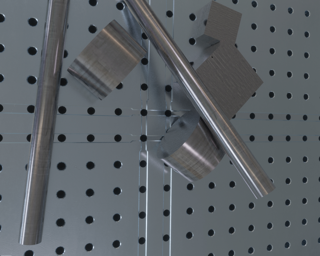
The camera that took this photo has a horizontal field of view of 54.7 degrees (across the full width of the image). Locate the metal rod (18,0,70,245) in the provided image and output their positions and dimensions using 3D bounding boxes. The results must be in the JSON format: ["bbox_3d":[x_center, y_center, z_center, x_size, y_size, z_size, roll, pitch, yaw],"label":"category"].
[{"bbox_3d":[-0.134,-0.017,0.363,0.025,0.025,0.298,7,88,-20],"label":"metal rod"}]

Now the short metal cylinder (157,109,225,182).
[{"bbox_3d":[0.041,0.022,0.399,0.050,0.080,0.080,40,77,-16],"label":"short metal cylinder"}]

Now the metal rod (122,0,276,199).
[{"bbox_3d":[0.038,-0.052,0.371,0.025,0.025,0.299,-29,79,-18],"label":"metal rod"}]

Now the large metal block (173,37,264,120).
[{"bbox_3d":[0.080,-0.063,0.429,0.080,0.050,0.080,-47,105,-14],"label":"large metal block"}]

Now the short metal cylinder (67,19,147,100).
[{"bbox_3d":[-0.061,-0.078,0.361,0.050,0.080,0.080,43,77,-15],"label":"short metal cylinder"}]

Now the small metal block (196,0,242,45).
[{"bbox_3d":[0.084,-0.146,0.444,0.050,0.025,0.050,16,85,-20],"label":"small metal block"}]
